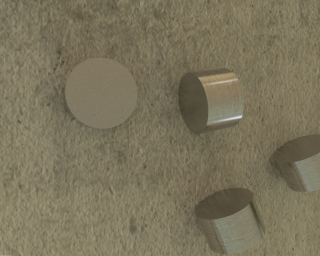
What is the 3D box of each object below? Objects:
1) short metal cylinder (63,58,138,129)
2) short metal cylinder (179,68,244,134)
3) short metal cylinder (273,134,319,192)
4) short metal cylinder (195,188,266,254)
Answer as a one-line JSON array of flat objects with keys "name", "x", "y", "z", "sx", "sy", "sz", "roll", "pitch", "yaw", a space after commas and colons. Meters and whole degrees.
[{"name": "short metal cylinder", "x": -0.073, "y": -0.039, "z": 0.369, "sx": 0.081, "sy": 0.050, "sz": 0.079, "roll": 0, "pitch": 90, "yaw": -21}, {"name": "short metal cylinder", "x": 0.064, "y": -0.036, "z": 0.405, "sx": 0.050, "sy": 0.080, "sz": 0.079, "roll": -11, "pitch": 94, "yaw": -20}, {"name": "short metal cylinder", "x": 0.220, "y": 0.051, "z": 0.463, "sx": 0.080, "sy": 0.080, "sz": 0.050, "roll": -32, "pitch": 101, "yaw": -17}, {"name": "short metal cylinder", "x": 0.094, "y": 0.122, "z": 0.416, "sx": 0.081, "sy": 0.080, "sz": 0.050, "roll": -25, "pitch": 99, "yaw": -19}]
